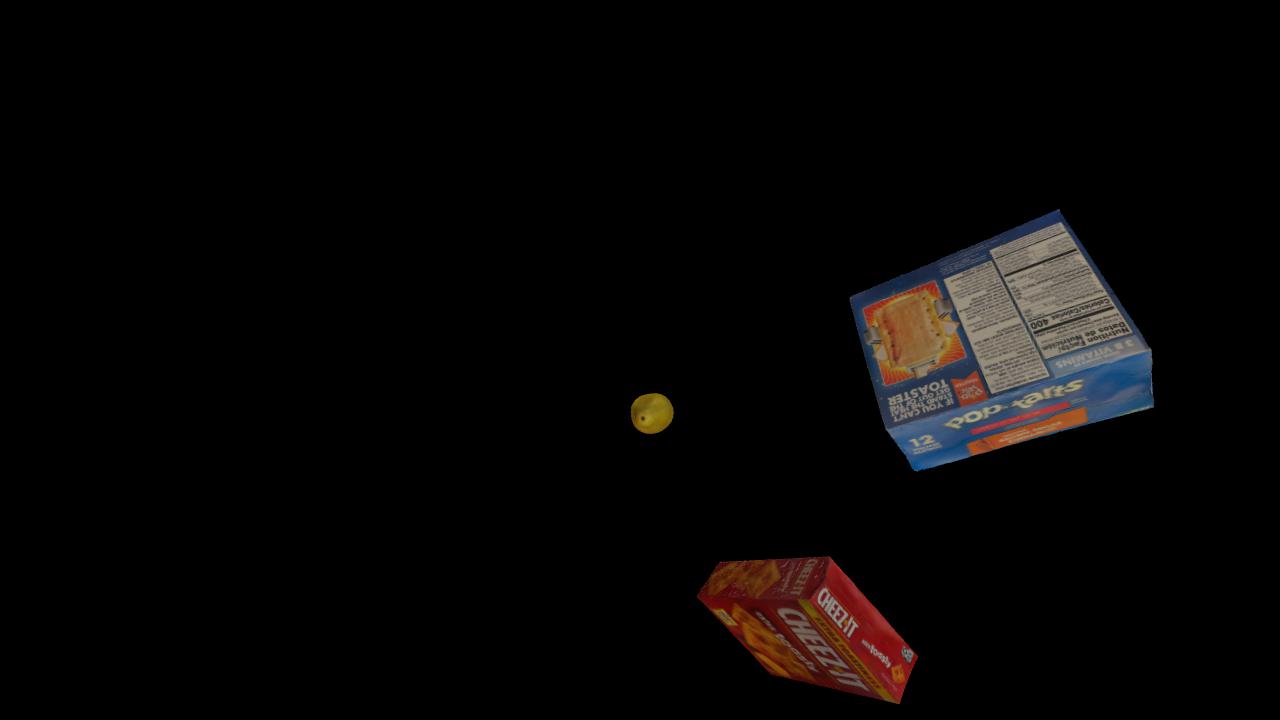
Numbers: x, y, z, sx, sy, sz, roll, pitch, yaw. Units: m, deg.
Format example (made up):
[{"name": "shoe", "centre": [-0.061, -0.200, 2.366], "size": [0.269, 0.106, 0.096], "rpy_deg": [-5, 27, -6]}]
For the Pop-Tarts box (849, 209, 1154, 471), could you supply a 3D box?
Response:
[{"name": "Pop-Tarts box", "centre": [0.271, -0.011, 0.484], "size": [0.167, 0.141, 0.083], "rpy_deg": [-25, -45, 28]}]

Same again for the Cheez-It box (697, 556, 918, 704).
[{"name": "Cheez-It box", "centre": [0.199, 0.329, 0.768], "size": [0.071, 0.166, 0.223], "rpy_deg": [-47, 8, -33]}]

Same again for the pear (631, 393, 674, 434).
[{"name": "pear", "centre": [0.013, 0.102, 1.109], "size": [0.080, 0.080, 0.111], "rpy_deg": [0, 10, 25]}]
